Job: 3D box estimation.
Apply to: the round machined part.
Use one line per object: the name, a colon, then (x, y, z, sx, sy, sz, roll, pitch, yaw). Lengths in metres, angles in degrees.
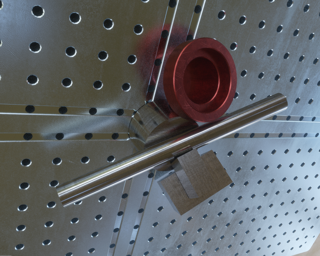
round machined part: (0.044, -0.057, 0.375, 0.099, 0.042, 0.097, -5, 99, -34)

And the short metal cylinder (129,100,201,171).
short metal cylinder: (0.006, 0.009, 0.405, 0.081, 0.050, 0.079, -14, 125, -21)

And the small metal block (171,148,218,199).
small metal block: (0.040, 0.056, 0.374, 0.025, 0.050, 0.050, -26, 170, -12)

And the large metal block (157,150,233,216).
large metal block: (0.045, 0.077, 0.439, 0.080, 0.050, 0.080, -31, 173, -9)

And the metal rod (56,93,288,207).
metal rod: (0.027, 0.019, 0.374, 0.302, 0.025, 0.025, -22, 127, -16)
